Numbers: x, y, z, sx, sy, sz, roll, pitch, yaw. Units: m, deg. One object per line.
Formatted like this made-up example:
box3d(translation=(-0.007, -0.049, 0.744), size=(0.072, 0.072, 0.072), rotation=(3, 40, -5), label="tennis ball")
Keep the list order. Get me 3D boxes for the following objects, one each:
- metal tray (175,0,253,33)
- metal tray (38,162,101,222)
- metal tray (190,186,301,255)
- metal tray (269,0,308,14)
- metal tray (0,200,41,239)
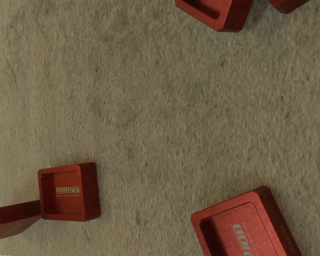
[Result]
box3d(translation=(0.065, -0.175, 0.313), size=(0.090, 0.030, 0.129), rotation=(49, 136, 40), label="metal tray")
box3d(translation=(-0.158, 0.110, 0.528), size=(0.130, 0.030, 0.089), rotation=(-12, 83, 39), label="metal tray")
box3d(translation=(0.096, 0.137, 0.321), size=(0.090, 0.030, 0.130), rotation=(-34, 69, 34), label="metal tray")
box3d(translation=(0.128, -0.190, 0.294), size=(0.090, 0.030, 0.129), rotation=(-29, 72, 36), label="metal tray")
box3d(translation=(-0.293, 0.183, 0.600), size=(0.130, 0.091, 0.030), rotation=(-37, 68, 33), label="metal tray")
